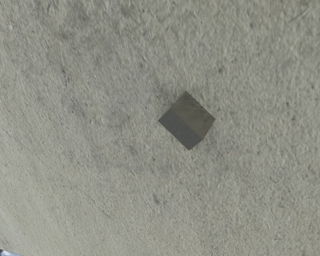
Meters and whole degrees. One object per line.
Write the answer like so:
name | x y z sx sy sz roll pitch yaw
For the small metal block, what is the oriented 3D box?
small metal block | 0.033 -0.010 0.366 0.050 0.050 0.025 44 129 -3
